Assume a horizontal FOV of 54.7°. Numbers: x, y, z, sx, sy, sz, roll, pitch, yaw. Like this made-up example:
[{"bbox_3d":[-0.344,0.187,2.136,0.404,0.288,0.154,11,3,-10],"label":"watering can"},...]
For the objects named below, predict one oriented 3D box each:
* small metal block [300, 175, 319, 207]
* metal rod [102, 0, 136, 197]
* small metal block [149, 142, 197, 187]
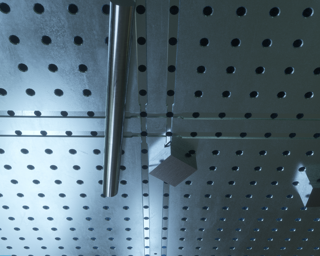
[{"bbox_3d":[0.262,0.102,0.501,0.050,0.025,0.050,-3,130,2],"label":"small metal block"},{"bbox_3d":[-0.058,-0.012,0.400,0.025,0.025,0.298,6,130,-6],"label":"metal rod"},{"bbox_3d":[0.019,0.055,0.459,0.050,0.025,0.050,31,123,-24],"label":"small metal block"}]
